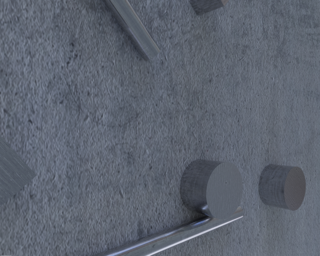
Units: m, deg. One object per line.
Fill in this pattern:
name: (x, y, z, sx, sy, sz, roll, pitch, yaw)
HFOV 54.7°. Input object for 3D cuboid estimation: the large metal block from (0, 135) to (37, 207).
large metal block: (-0.166, 0.035, 0.250, 0.080, 0.050, 0.080, -46, 118, -30)

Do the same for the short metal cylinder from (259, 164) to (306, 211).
short metal cylinder: (0.230, 0.110, 0.581, 0.081, 0.050, 0.080, 0, 90, -40)

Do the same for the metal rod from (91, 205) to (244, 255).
metal rod: (0.011, 0.148, 0.414, 0.302, 0.025, 0.025, -5, 93, -40)

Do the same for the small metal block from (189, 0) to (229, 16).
small metal block: (0.079, -0.196, 0.454, 0.025, 0.050, 0.050, 52, 60, -28)

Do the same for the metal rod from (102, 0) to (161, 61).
metal rod: (-0.091, -0.199, 0.327, 0.300, 0.025, 0.025, 52, 60, -27)

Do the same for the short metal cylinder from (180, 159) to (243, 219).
short metal cylinder: (0.076, 0.087, 0.452, 0.081, 0.050, 0.080, 0, 90, -40)
